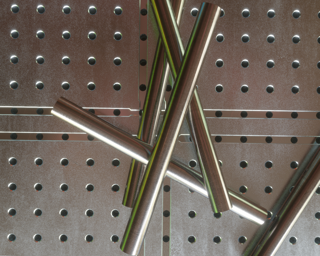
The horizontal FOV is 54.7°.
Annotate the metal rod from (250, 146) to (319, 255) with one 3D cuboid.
[{"bbox_3d":[0.206,0.064,0.416,0.025,0.025,0.299,33,90,-1],"label":"metal rod"}]

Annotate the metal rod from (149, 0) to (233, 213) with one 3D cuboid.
[{"bbox_3d":[0.034,-0.044,0.383,0.025,0.025,0.298,-16,87,0],"label":"metal rod"}]

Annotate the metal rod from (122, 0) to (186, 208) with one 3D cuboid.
[{"bbox_3d":[-0.006,-0.043,0.413,0.025,0.025,0.298,12,90,-1],"label":"metal rod"}]

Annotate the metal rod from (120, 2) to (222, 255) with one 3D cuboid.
[{"bbox_3d":[0.011,0.004,0.361,0.025,0.025,0.298,18,94,-1],"label":"metal rod"}]

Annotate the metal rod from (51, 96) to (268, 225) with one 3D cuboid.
[{"bbox_3d":[0.006,0.046,0.392,0.301,0.025,0.025,29,90,-9],"label":"metal rod"}]
